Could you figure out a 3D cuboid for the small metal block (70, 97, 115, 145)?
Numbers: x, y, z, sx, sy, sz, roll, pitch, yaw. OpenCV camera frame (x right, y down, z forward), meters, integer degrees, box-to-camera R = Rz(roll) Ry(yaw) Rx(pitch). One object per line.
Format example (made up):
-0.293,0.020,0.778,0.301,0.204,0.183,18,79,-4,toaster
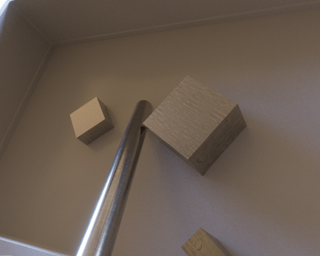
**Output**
-0.102,-0.011,0.464,0.050,0.025,0.050,-33,52,6,small metal block

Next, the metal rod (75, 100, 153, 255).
-0.038,0.045,0.306,0.025,0.025,0.301,-19,25,17,metal rod

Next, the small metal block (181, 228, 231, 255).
0.053,0.124,0.285,0.025,0.050,0.050,-45,51,-3,small metal block

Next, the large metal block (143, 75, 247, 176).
0.041,-0.004,0.370,0.080,0.050,0.080,-48,52,-6,large metal block
